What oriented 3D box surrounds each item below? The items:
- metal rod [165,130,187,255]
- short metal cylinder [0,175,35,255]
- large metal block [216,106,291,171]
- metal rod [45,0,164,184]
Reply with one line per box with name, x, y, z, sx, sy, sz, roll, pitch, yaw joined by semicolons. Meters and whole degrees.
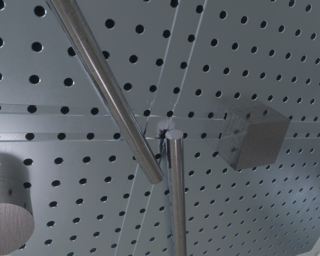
metal rod;0.029;0.133;0.509;0.025;0.025;0.298;-17;126;-19
short metal cylinder;-0.189;0.101;0.354;0.081;0.050;0.079;-14;124;-21
large metal block;0.144;0.014;0.483;0.081;0.050;0.079;-5;121;-26
metal rod;-0.054;-0.035;0.360;0.025;0.025;0.299;-31;129;-8
